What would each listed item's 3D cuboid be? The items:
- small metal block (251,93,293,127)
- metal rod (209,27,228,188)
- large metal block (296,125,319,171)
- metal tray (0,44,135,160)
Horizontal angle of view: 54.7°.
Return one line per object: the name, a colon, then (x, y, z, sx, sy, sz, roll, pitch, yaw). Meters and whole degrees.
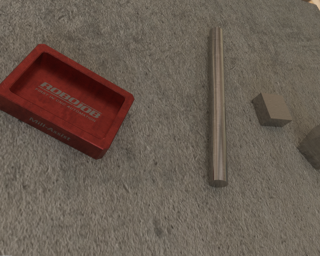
small metal block: (0.191, -0.030, 0.528, 0.050, 0.025, 0.050, 3, 60, -27)
metal rod: (0.089, -0.051, 0.485, 0.025, 0.025, 0.300, 19, 54, -18)
large metal block: (0.292, 0.017, 0.518, 0.081, 0.080, 0.050, -33, 80, -38)
metal tray: (-0.106, -0.032, 0.363, 0.131, 0.030, 0.090, 30, 52, -10)
